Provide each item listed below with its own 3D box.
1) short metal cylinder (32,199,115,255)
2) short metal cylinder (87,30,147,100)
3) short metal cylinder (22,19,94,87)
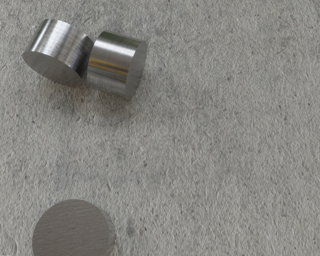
[{"bbox_3d":[-0.094,0.124,0.349,0.081,0.050,0.080,0,70,0],"label":"short metal cylinder"},{"bbox_3d":[-0.054,-0.082,0.409,0.050,0.080,0.080,18,71,6],"label":"short metal cylinder"},{"bbox_3d":[-0.132,-0.098,0.414,0.080,0.080,0.050,17,71,6],"label":"short metal cylinder"}]
